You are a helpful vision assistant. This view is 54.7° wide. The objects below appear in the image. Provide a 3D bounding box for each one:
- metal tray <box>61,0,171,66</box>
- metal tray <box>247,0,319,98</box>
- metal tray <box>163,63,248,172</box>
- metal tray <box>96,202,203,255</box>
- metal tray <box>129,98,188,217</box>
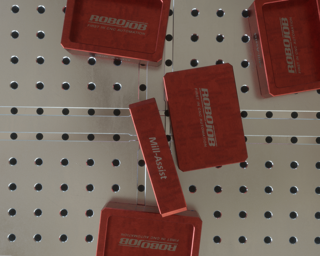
[{"bbox_3d":[-0.056,-0.137,0.409,0.131,0.030,0.089,8,90,-1],"label":"metal tray"},{"bbox_3d":[0.175,-0.111,0.413,0.091,0.030,0.129,-10,90,-1],"label":"metal tray"},{"bbox_3d":[0.059,-0.014,0.412,0.091,0.030,0.129,-10,90,-1],"label":"metal tray"},{"bbox_3d":[-0.015,0.152,0.410,0.131,0.030,0.089,6,90,-1],"label":"metal tray"},{"bbox_3d":[-0.002,0.032,0.380,0.030,0.090,0.129,-16,90,0],"label":"metal tray"}]
